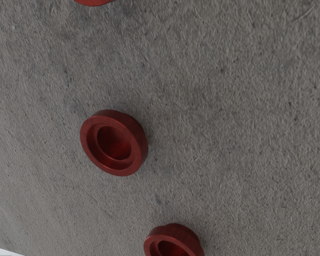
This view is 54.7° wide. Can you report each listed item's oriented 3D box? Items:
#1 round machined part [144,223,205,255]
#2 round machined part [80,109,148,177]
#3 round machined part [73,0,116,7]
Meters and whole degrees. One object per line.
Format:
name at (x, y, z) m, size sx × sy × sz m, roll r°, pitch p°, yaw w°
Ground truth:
round machined part at (0.026, 0.195, 0.502) m, size 0.098 × 0.042 × 0.097 m, roll 13°, pitch 124°, yaw 21°
round machined part at (-0.060, 0.017, 0.438) m, size 0.098 × 0.042 × 0.097 m, roll 13°, pitch 124°, yaw 21°
round machined part at (-0.066, -0.180, 0.319) m, size 0.098 × 0.042 × 0.097 m, roll 13°, pitch 124°, yaw 21°
